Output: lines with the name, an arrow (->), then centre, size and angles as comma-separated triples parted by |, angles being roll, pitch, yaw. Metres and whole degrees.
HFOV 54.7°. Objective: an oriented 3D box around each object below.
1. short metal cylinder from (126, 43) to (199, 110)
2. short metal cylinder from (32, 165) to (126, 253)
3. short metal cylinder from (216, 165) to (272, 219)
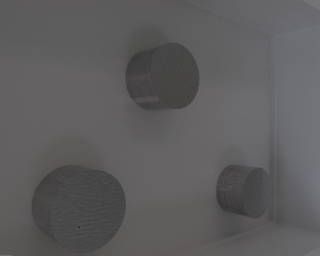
short metal cylinder -> 0.004, -0.063, 0.393 | 0.081, 0.050, 0.080 | 0, 90, -40
short metal cylinder -> -0.083, 0.081, 0.321 | 0.081, 0.050, 0.080 | 0, 90, -40
short metal cylinder -> 0.138, 0.102, 0.506 | 0.081, 0.050, 0.080 | 0, 90, -40
